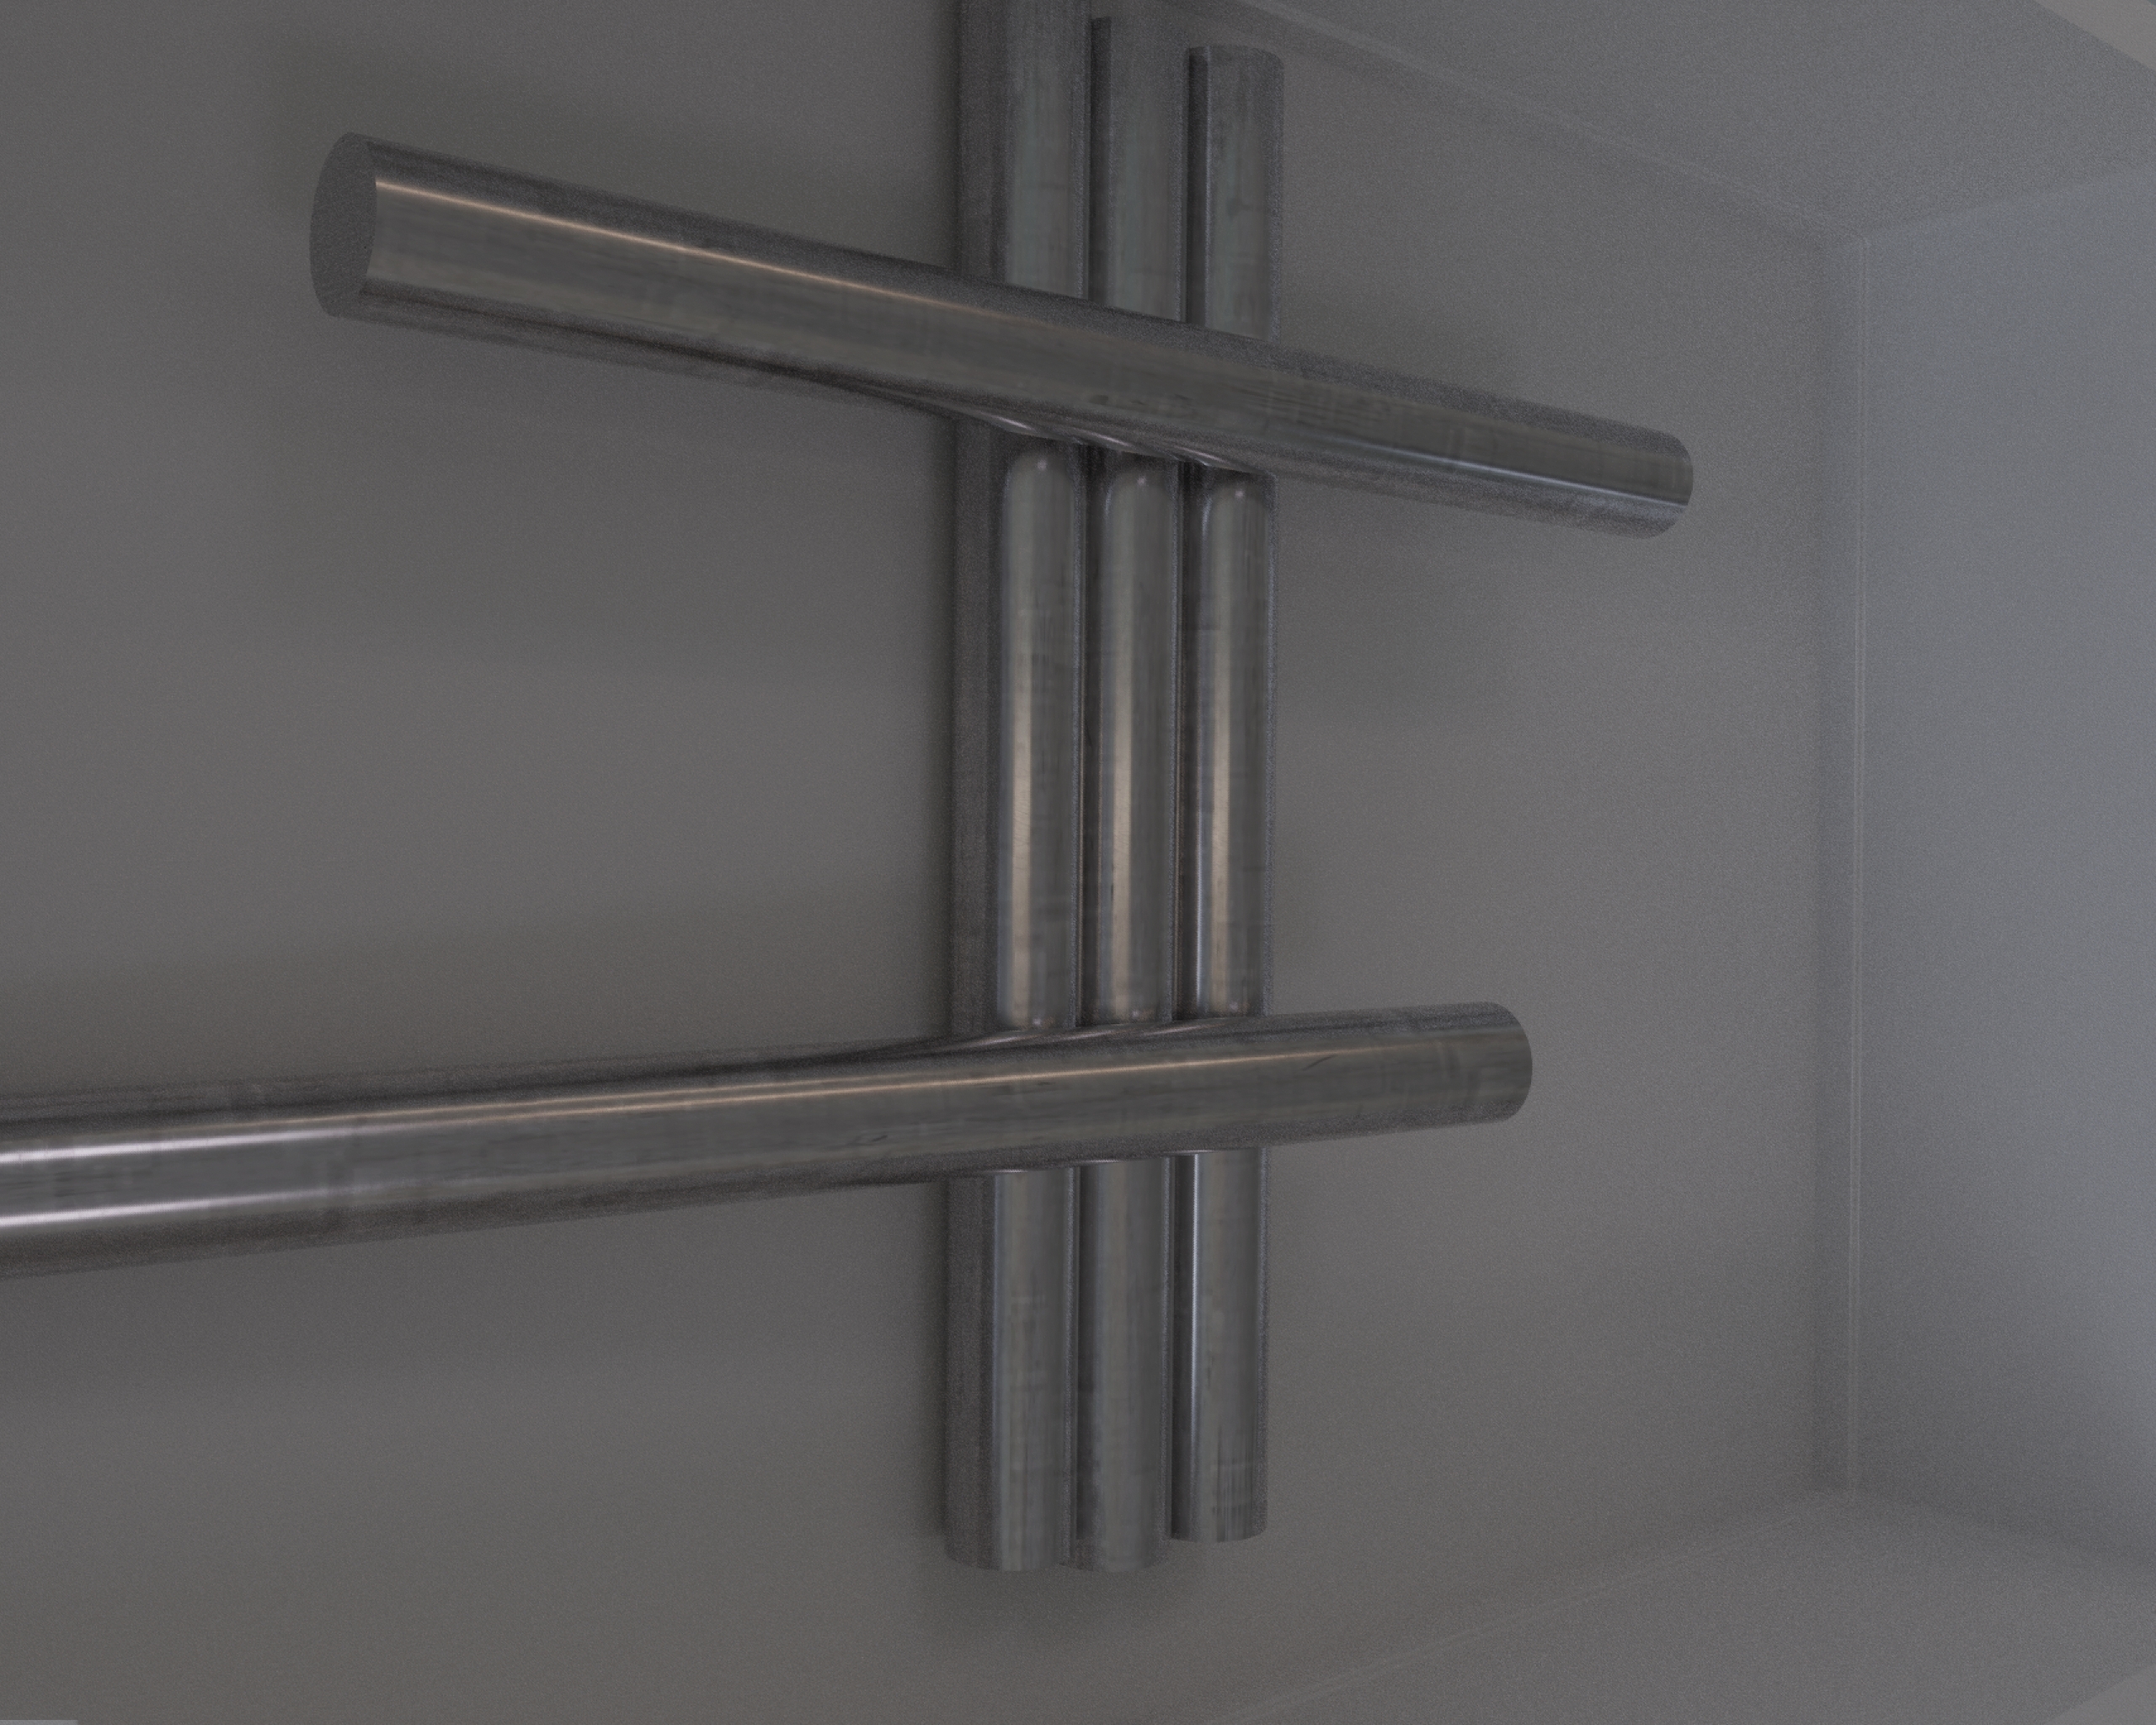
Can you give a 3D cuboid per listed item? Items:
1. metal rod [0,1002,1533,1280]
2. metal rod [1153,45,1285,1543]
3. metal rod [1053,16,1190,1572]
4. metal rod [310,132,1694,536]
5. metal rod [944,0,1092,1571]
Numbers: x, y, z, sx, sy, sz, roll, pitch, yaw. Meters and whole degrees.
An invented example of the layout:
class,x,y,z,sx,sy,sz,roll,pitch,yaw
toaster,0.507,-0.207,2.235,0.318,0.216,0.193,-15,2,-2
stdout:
class,x,y,z,sx,sy,sz,roll,pitch,yaw
metal rod,-0.043,0.042,0.346,0.303,0.025,0.025,-1,91,-33
metal rod,0.028,-0.014,0.427,0.025,0.025,0.298,1,89,-40
metal rod,0.008,-0.014,0.412,0.025,0.025,0.298,1,89,-40
metal rod,0.015,-0.087,0.384,0.302,0.025,0.025,0,90,-40
metal rod,-0.011,-0.019,0.396,0.025,0.025,0.298,1,90,-40
